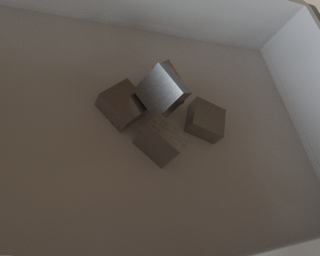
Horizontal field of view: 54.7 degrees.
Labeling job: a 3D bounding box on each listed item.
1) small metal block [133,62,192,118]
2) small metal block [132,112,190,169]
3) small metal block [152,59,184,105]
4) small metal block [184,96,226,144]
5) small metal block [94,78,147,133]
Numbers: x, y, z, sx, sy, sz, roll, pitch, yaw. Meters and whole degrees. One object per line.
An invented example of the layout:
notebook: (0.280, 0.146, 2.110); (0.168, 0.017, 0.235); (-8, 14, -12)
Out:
small metal block: (0.003, -0.045, 0.388); (0.050, 0.050, 0.025); (53, 26, 14)
small metal block: (0.000, 0.017, 0.381); (0.050, 0.050, 0.025); (42, 51, 0)
small metal block: (0.012, -0.058, 0.430); (0.025, 0.050, 0.050); (-27, 75, -9)
small metal block: (0.066, -0.011, 0.450); (0.050, 0.025, 0.050); (23, 53, -14)
small metal block: (-0.047, -0.030, 0.400); (0.050, 0.025, 0.050); (48, 51, 5)
